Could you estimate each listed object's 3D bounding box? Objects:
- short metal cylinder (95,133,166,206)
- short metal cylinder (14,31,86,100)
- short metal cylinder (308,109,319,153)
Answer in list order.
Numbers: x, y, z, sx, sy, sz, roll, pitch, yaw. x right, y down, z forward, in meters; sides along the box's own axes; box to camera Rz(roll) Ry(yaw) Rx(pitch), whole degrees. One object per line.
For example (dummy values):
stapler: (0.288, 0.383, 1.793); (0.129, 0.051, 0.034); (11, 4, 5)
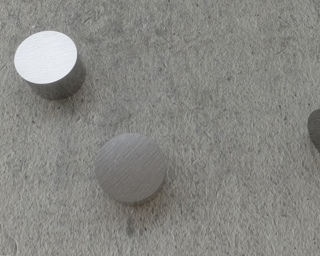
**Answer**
short metal cylinder: (-0.033, 0.052, 0.376); (0.081, 0.050, 0.080); (0, 70, 0)
short metal cylinder: (-0.148, -0.084, 0.425); (0.081, 0.050, 0.080); (0, 70, 0)
short metal cylinder: (0.231, 0.004, 0.379); (0.050, 0.080, 0.080); (-24, 72, -8)
